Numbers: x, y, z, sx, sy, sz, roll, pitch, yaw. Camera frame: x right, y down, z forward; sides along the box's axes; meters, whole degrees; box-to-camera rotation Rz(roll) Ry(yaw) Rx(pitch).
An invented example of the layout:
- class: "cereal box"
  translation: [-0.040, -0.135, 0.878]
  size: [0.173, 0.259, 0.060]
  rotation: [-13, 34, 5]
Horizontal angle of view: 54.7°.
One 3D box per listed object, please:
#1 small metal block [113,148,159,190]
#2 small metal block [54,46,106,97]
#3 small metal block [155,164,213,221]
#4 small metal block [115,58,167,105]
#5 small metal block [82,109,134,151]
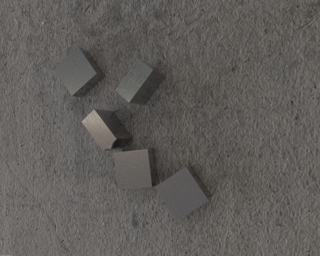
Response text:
- class: "small metal block"
  translation: [-0.032, 0.055, 0.420]
  size: [0.050, 0.025, 0.050]
  rotation: [-8, 87, 19]
- class: "small metal block"
  translation: [-0.116, -0.080, 0.450]
  size: [0.050, 0.025, 0.050]
  rotation: [-39, 78, 16]
- class: "small metal block"
  translation: [0.031, 0.082, 0.398]
  size: [0.050, 0.025, 0.050]
  rotation: [-37, 79, 16]
- class: "small metal block"
  translation: [-0.024, -0.059, 0.404]
  size: [0.025, 0.050, 0.050]
  rotation: [41, 103, 15]
- class: "small metal block"
  translation: [-0.070, 0.003, 0.420]
  size: [0.025, 0.050, 0.050]
  rotation: [-42, 77, 15]
